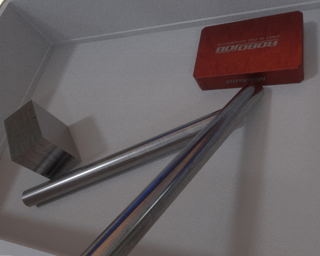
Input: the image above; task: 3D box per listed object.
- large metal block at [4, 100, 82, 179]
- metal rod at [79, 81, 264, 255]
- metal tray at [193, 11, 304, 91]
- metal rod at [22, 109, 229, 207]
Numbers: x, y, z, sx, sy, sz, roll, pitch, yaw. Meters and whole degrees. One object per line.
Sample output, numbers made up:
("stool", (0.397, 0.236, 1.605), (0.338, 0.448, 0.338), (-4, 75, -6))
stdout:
("large metal block", (-0.167, 0.019, 0.444), (0.050, 0.080, 0.080), (-37, 51, 4))
("metal rod", (0.024, 0.034, 0.285), (0.025, 0.025, 0.302), (17, 43, 34))
("metal tray", (0.115, -0.098, 0.402), (0.130, 0.030, 0.090), (-1, 61, 27))
("metal rod", (-0.052, 0.043, 0.404), (0.301, 0.025, 0.025), (-23, 54, 13))
